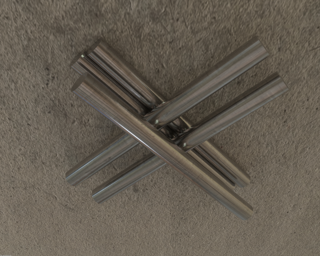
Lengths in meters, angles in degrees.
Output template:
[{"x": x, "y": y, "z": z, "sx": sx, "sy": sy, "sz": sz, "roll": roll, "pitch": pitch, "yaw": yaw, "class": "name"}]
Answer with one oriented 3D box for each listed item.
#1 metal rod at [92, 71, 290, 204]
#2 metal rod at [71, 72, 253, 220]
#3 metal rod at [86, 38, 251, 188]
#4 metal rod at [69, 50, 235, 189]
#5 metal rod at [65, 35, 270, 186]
[{"x": 0.021, "y": 0.025, "z": 0.397, "sx": 0.299, "sy": 0.025, "sz": 0.025, "roll": -34, "pitch": 123, "yaw": 25, "class": "metal rod"}, {"x": 0.022, "y": 0.038, "z": 0.376, "sx": 0.025, "sy": 0.025, "sz": 0.301, "roll": -35, "pitch": 122, "yaw": 26, "class": "metal rod"}, {"x": 0.029, "y": -0.003, "z": 0.406, "sx": 0.025, "sy": 0.025, "sz": 0.301, "roll": -34, "pitch": 123, "yaw": 25, "class": "metal rod"}, {"x": 0.008, "y": 0.008, "z": 0.415, "sx": 0.025, "sy": 0.025, "sz": 0.301, "roll": -34, "pitch": 123, "yaw": 25, "class": "metal rod"}, {"x": -0.010, "y": -0.006, "z": 0.371, "sx": 0.299, "sy": 0.025, "sz": 0.025, "roll": -34, "pitch": 123, "yaw": 25, "class": "metal rod"}]
